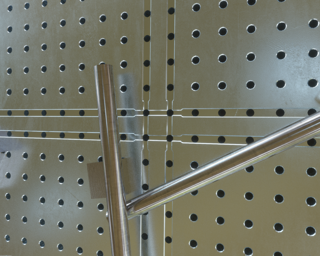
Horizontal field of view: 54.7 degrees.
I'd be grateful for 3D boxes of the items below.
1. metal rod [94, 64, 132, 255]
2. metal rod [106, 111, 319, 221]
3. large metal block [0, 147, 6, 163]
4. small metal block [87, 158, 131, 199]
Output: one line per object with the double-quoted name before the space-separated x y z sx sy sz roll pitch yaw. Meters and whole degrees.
"metal rod" -0.060 0.066 0.406 0.025 0.025 0.298 -7 87 20
"metal rod" 0.058 0.059 0.391 0.300 0.025 0.025 -28 81 17
"large metal block" -0.318 0.053 0.511 0.080 0.050 0.080 32 100 17
"small metal block" -0.072 0.071 0.438 0.050 0.025 0.050 -9 87 19
